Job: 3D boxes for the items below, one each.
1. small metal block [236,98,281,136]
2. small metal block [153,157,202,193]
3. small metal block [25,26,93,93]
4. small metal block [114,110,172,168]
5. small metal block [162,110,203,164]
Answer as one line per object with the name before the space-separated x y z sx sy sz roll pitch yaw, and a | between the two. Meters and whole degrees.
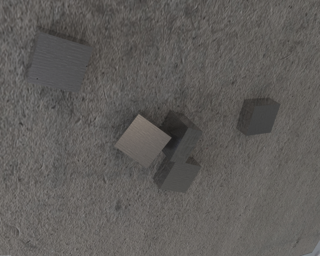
small metal block | 0.151 -0.018 0.478 0.050 0.025 0.050 -6 121 -26
small metal block | 0.026 0.067 0.462 0.050 0.025 0.050 17 109 -35
small metal block | -0.101 -0.067 0.310 0.050 0.025 0.050 10 113 -33
small metal block | -0.021 0.014 0.391 0.050 0.025 0.050 36 99 -11
small metal block | 0.023 0.011 0.410 0.025 0.050 0.050 15 110 -35
